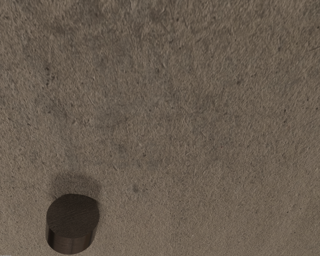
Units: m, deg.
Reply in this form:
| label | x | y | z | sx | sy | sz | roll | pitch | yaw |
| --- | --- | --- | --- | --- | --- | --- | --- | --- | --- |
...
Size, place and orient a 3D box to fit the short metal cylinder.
| label | x | y | z | sx | sy | sz | roll | pitch | yaw |
| --- | --- | --- | --- | --- | --- | --- | --- | --- | --- |
| short metal cylinder | -0.142 | 0.154 | 0.501 | 0.081 | 0.080 | 0.050 | 11 | 129 | -10 |
